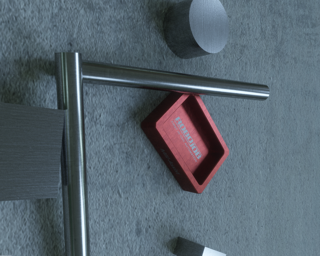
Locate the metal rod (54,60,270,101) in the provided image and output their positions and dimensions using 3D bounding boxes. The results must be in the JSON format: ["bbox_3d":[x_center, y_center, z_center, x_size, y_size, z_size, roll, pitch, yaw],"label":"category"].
[{"bbox_3d":[0.025,-0.057,0.393,0.303,0.025,0.025,2,89,-30],"label":"metal rod"}]

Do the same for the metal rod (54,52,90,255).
[{"bbox_3d":[-0.086,0.076,0.316,0.025,0.025,0.298,-7,100,-40],"label":"metal rod"}]

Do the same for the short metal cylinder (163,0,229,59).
[{"bbox_3d":[0.051,-0.140,0.433,0.081,0.050,0.079,0,90,-40],"label":"short metal cylinder"}]

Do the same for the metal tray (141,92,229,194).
[{"bbox_3d":[0.041,0.017,0.437,0.090,0.030,0.130,-48,119,-30],"label":"metal tray"}]

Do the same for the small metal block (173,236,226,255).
[{"bbox_3d":[0.056,0.179,0.439,0.050,0.050,0.025,33,70,-36],"label":"small metal block"}]

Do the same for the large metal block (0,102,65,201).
[{"bbox_3d":[-0.137,0.020,0.275,0.081,0.050,0.080,6,86,-40],"label":"large metal block"}]
